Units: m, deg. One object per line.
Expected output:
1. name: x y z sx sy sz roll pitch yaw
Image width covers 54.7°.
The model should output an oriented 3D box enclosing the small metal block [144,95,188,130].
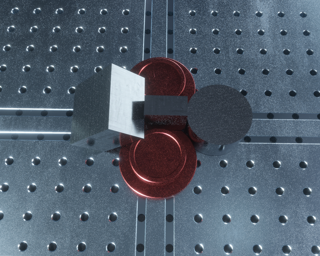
1. small metal block: 0.007 -0.018 0.381 0.050 0.050 0.025 1 70 0

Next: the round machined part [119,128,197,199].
1. round machined part: -0.003 0.038 0.389 0.099 0.042 0.098 0 70 0

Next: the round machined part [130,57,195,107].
1. round machined part: -0.001 -0.056 0.423 0.099 0.042 0.098 0 70 0

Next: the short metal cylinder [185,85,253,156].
1. short metal cylinder: 0.073 -0.009 0.401 0.081 0.050 0.080 0 70 0

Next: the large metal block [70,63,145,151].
1. large metal block: -0.065 -0.021 0.384 0.050 0.080 0.080 18 63 -42
